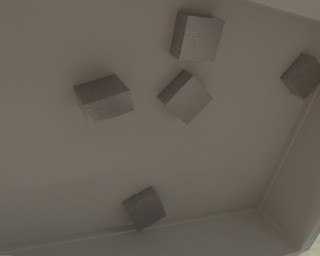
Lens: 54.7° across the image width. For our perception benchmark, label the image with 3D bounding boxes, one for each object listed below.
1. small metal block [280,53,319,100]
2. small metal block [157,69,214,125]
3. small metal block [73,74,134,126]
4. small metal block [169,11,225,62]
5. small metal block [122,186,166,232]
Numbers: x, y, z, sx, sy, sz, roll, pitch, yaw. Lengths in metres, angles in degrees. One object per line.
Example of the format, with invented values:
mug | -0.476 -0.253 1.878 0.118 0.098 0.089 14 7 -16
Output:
small metal block | 0.224 -0.080 0.484 0.050 0.025 0.050 34 99 -39
small metal block | 0.033 -0.040 0.404 0.050 0.025 0.050 -46 130 4
small metal block | -0.062 -0.033 0.339 0.050 0.050 0.025 -20 127 -17
small metal block | 0.043 -0.108 0.368 0.050 0.025 0.050 -3 120 -27
small metal block | -0.023 0.124 0.475 0.050 0.025 0.050 -27 128 -12
